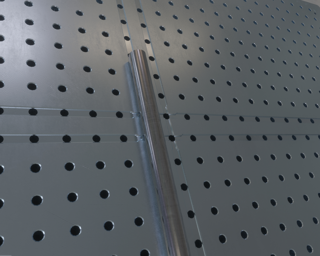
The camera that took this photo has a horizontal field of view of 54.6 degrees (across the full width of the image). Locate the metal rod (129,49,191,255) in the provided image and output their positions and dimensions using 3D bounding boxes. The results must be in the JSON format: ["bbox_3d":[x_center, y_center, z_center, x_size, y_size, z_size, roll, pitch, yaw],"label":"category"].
[{"bbox_3d":[-0.004,0.025,0.390,0.025,0.025,0.299,2,61,-27],"label":"metal rod"}]
